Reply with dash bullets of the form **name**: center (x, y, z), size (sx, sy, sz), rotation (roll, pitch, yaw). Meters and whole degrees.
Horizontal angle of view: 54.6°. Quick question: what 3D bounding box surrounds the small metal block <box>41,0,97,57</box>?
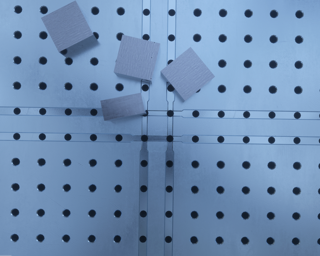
- **small metal block**: center (-0.120, -0.131, 0.413), size (0.050, 0.025, 0.050), rotation (-27, 90, 0)

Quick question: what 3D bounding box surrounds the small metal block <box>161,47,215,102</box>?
- **small metal block**: center (0.036, -0.070, 0.414), size (0.050, 0.025, 0.050), rotation (-39, 90, 0)

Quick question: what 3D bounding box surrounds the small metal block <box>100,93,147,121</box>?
- **small metal block**: center (-0.045, -0.026, 0.401), size (0.050, 0.050, 0.025), rotation (-11, 90, 0)

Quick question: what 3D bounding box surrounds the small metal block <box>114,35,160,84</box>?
- **small metal block**: center (-0.030, -0.091, 0.413), size (0.050, 0.025, 0.050), rotation (13, 90, 0)
